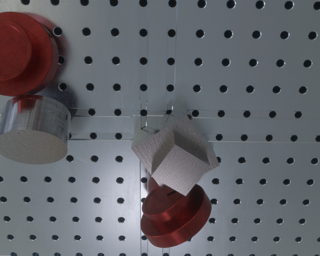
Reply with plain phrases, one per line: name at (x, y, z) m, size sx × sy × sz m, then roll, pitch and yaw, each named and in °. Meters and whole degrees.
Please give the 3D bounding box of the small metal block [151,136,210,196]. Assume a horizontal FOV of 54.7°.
small metal block at (0.024, 0.047, 0.377) m, size 0.050 × 0.025 × 0.050 m, roll 32°, pitch 107°, yaw -11°

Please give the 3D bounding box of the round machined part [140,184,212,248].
round machined part at (0.015, 0.106, 0.413) m, size 0.098 × 0.098 × 0.042 m, roll -28°, pitch 108°, yaw 10°

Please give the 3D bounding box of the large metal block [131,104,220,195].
large metal block at (0.020, 0.028, 0.410) m, size 0.080 × 0.050 × 0.080 m, roll -31°, pitch 107°, yaw 11°

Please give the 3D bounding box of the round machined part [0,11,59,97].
round machined part at (-0.172, -0.085, 0.355) m, size 0.099 × 0.042 × 0.097 m, roll 0°, pitch 91°, yaw 1°

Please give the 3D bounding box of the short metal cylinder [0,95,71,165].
short metal cylinder at (-0.153, 0.004, 0.380) m, size 0.081 × 0.050 × 0.080 m, roll -4°, pitch 146°, yaw -3°
